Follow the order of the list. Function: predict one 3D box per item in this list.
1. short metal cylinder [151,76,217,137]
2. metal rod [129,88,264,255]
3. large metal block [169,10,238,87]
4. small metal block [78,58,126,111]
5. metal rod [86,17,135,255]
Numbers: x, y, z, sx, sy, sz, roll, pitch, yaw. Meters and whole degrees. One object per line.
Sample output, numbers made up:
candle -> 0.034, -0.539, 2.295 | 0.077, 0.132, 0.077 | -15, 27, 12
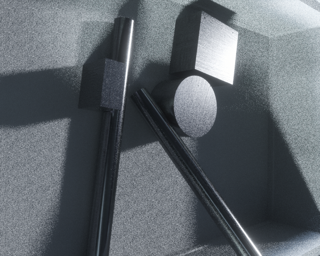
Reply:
short metal cylinder -> 0.031, -0.028, 0.419 | 0.081, 0.050, 0.079 | 0, 90, -40
metal rod -> 0.057, 0.079, 0.372 | 0.025, 0.025, 0.299 | -30, 83, -36
large metal block -> 0.064, -0.109, 0.446 | 0.081, 0.050, 0.080 | 12, 82, -40
small metal block -> -0.064, -0.045, 0.338 | 0.025, 0.050, 0.050 | 9, 85, -40
metal rod -> -0.058, 0.020, 0.359 | 0.025, 0.025, 0.298 | 10, 84, -40
